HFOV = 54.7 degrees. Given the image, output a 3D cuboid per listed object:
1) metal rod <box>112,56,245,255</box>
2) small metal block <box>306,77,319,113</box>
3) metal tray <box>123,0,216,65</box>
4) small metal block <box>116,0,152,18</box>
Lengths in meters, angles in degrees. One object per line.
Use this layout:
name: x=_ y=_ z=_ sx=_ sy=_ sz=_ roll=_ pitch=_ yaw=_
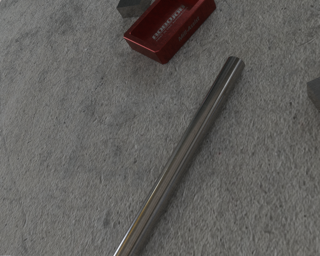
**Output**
metal rod: x=0.024 y=0.039 z=0.366 sx=0.025 sy=0.025 sz=0.300 roll=21 pitch=73 yaw=35
small metal block: x=0.191 y=-0.034 z=0.324 sx=0.050 sy=0.025 sz=0.050 roll=-25 pitch=53 yaw=12
metal tray: x=0.015 y=-0.171 z=0.496 sx=0.130 sy=0.030 sz=0.090 roll=-49 pitch=52 yaw=-7
small metal block: x=-0.045 y=-0.231 z=0.568 sx=0.050 sy=0.025 sz=0.050 roll=5 pitch=64 yaw=30
